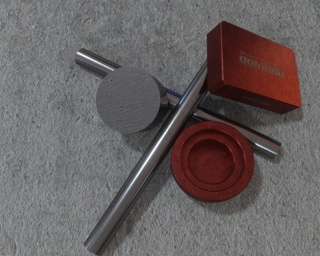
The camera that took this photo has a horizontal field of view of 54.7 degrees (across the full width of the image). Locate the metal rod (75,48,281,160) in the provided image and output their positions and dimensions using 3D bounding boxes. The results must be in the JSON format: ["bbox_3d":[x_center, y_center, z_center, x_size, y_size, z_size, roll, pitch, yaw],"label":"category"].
[{"bbox_3d":[0.018,-0.037,0.424,0.301,0.025,0.025,27,72,9],"label":"metal rod"}]

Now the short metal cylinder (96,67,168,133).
[{"bbox_3d":[-0.034,-0.034,0.394,0.080,0.050,0.080,0,90,11],"label":"short metal cylinder"}]

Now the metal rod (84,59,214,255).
[{"bbox_3d":[0.004,0.018,0.384,0.025,0.025,0.300,32,79,11],"label":"metal rod"}]

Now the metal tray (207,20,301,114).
[{"bbox_3d":[0.124,-0.076,0.405,0.131,0.030,0.090,12,68,-26],"label":"metal tray"}]

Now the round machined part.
[{"bbox_3d":[0.062,0.044,0.385,0.099,0.042,0.098,0,70,0],"label":"round machined part"}]
